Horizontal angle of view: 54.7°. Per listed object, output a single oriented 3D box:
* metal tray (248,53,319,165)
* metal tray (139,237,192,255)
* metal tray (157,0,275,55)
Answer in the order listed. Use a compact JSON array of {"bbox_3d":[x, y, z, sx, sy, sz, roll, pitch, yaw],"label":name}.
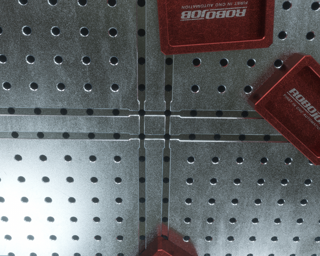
[{"bbox_3d":[0.194,-0.023,0.405,0.130,0.030,0.090,39,105,-14],"label":"metal tray"},{"bbox_3d":[-0.006,0.247,0.501,0.090,0.030,0.130,37,106,-13],"label":"metal tray"},{"bbox_3d":[0.063,-0.136,0.361,0.131,0.030,0.089,-4,110,1],"label":"metal tray"}]
